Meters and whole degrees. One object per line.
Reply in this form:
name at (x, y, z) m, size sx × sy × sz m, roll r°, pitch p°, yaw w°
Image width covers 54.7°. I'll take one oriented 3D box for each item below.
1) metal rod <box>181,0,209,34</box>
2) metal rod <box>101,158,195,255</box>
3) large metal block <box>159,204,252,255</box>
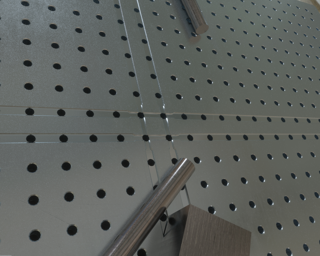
metal rod at (0.031, -0.309, 0.615) m, size 0.025 × 0.025 × 0.299 m, roll -5°, pitch 64°, yaw -31°
metal rod at (-0.047, 0.132, 0.303) m, size 0.025 × 0.025 × 0.301 m, roll 43°, pitch 51°, yaw 1°
large metal block at (0.046, 0.141, 0.333) m, size 0.080 × 0.050 × 0.080 m, roll 27°, pitch 52°, yaw -12°
